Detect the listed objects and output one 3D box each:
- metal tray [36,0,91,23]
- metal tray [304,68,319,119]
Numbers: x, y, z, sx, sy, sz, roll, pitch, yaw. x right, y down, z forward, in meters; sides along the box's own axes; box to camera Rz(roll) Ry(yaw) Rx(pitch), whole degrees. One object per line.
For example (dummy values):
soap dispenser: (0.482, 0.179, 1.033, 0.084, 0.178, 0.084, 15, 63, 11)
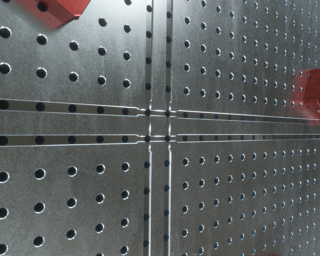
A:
metal tray: (-0.096, -0.190, 0.324, 0.090, 0.030, 0.130, 38, 67, -33)
metal tray: (0.389, -0.072, 0.730, 0.131, 0.030, 0.090, 30, 72, -36)
